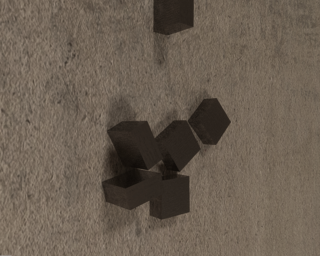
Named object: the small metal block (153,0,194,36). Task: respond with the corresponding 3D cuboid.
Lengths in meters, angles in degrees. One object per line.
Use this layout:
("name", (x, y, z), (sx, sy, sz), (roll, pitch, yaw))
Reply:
("small metal block", (0.017, -0.154, 0.405), (0.025, 0.050, 0.050), (1, 90, -40))

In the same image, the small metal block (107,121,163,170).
("small metal block", (-0.030, 0.020, 0.365), (0.025, 0.050, 0.050), (-36, 112, -35))

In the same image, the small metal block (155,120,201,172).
("small metal block", (0.023, 0.024, 0.427), (0.050, 0.025, 0.050), (-43, 116, -32))

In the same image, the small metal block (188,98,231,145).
("small metal block", (0.076, -0.010, 0.471), (0.050, 0.025, 0.050), (-52, 121, -27))

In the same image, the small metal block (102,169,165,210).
("small metal block", (-0.032, 0.070, 0.364), (0.050, 0.050, 0.025), (-17, 101, -39))

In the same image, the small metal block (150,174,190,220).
("small metal block", (0.013, 0.091, 0.418), (0.050, 0.025, 0.050), (-1, 91, -40))
